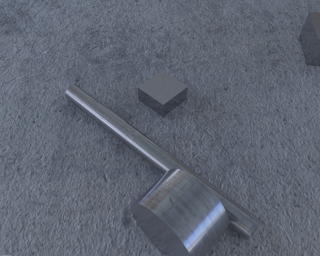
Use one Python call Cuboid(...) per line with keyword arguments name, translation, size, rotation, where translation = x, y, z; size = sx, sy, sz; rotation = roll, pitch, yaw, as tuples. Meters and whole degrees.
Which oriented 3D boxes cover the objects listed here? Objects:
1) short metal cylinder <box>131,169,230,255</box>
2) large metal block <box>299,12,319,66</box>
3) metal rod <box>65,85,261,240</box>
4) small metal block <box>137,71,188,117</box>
Cuboid(name="short metal cylinder", translation=(0.018, 0.086, 0.296), size=(0.080, 0.080, 0.050), rotation=(36, 59, 26))
Cuboid(name="large metal block", translation=(0.286, -0.145, 0.512), size=(0.080, 0.050, 0.080), rotation=(6, 50, 5))
Cuboid(name="metal rod", translation=(-0.015, 0.027, 0.380), size=(0.300, 0.025, 0.025), rotation=(35, 58, 25))
Cuboid(name="small metal block", translation=(0.004, -0.050, 0.445), size=(0.050, 0.025, 0.050), rotation=(37, 59, 26))
